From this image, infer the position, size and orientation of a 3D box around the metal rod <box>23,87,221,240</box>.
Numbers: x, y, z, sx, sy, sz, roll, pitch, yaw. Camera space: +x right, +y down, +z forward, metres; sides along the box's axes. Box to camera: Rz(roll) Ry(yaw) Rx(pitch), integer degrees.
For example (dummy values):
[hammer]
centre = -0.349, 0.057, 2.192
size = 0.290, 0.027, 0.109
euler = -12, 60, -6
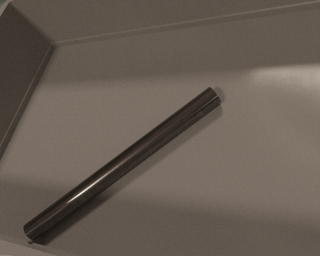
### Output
[metal rod]
centre = -0.050, 0.047, 0.401
size = 0.300, 0.025, 0.025
euler = -37, 51, 3
